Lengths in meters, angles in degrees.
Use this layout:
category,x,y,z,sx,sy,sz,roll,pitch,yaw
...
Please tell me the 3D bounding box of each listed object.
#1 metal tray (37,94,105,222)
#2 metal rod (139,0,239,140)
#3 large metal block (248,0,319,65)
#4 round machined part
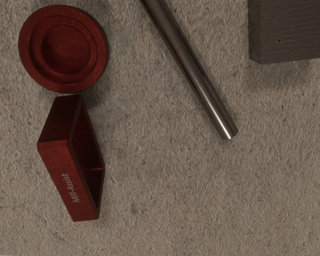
category,x,y,z,sx,sy,sz,roll,pitch,yaw
metal tray,-0.098,0.037,0.367,0.030,0.090,0.129,-6,129,2
metal rod,0.015,-0.111,0.369,0.025,0.025,0.299,-30,108,10
large metal block,0.148,-0.121,0.354,0.080,0.050,0.079,-6,110,2
round machined part,-0.109,-0.093,0.365,0.099,0.042,0.097,0,110,-1
